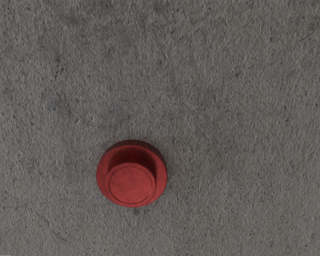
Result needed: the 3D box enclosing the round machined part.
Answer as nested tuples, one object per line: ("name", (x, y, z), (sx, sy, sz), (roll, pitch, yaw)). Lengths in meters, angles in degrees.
("round machined part", (-0.039, 0.069, 0.426), (0.099, 0.042, 0.097), (0, 110, 0))
